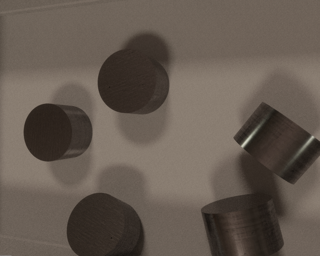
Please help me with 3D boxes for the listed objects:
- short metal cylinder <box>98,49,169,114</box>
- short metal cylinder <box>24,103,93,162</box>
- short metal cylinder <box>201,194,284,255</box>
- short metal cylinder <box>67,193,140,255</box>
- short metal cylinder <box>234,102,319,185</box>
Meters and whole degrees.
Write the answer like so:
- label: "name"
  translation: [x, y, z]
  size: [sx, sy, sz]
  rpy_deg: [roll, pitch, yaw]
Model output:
- label: "short metal cylinder"
  translation: [-0.034, -0.058, 0.408]
  size: [0.080, 0.050, 0.079]
  rpy_deg: [0, 90, 19]
- label: "short metal cylinder"
  translation: [-0.146, 0.006, 0.447]
  size: [0.080, 0.050, 0.079]
  rpy_deg: [0, 90, 19]
- label: "short metal cylinder"
  translation: [0.091, 0.109, 0.349]
  size: [0.080, 0.080, 0.050]
  rpy_deg: [-15, 85, 19]
- label: "short metal cylinder"
  translation: [-0.073, 0.131, 0.406]
  size: [0.080, 0.050, 0.080]
  rpy_deg: [-9, 62, 17]
- label: "short metal cylinder"
  translation: [0.128, 0.015, 0.336]
  size: [0.080, 0.080, 0.050]
  rpy_deg: [40, 103, 15]
